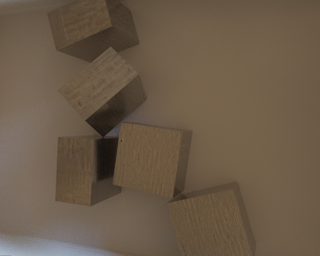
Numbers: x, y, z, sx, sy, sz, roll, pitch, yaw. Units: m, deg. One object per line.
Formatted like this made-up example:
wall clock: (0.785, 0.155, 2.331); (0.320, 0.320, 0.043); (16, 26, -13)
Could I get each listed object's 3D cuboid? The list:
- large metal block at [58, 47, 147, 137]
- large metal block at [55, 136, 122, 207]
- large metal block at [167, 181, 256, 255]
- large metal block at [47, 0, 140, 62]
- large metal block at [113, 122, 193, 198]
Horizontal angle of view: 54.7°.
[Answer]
large metal block: (-0.067, -0.042, 0.391); (0.080, 0.080, 0.050); (-42, 76, -7)
large metal block: (-0.090, 0.052, 0.412); (0.050, 0.080, 0.079); (3, 91, 20)
large metal block: (0.063, 0.116, 0.374); (0.080, 0.050, 0.080); (-17, 85, 19)
large metal block: (-0.085, -0.131, 0.410); (0.080, 0.080, 0.050); (-17, 85, 19)
large metal block: (-0.008, 0.038, 0.399); (0.080, 0.050, 0.079); (9, 93, 19)
